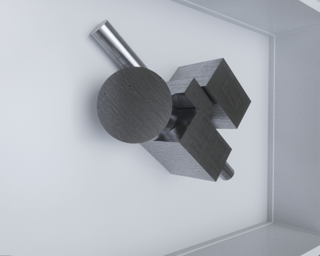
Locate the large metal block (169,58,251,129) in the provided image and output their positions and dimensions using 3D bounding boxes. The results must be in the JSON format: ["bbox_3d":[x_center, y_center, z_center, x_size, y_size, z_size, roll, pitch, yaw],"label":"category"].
[{"bbox_3d":[0.064,-0.044,0.426,0.080,0.080,0.050,48,61,-30],"label":"large metal block"}]

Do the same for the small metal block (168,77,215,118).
[{"bbox_3d":[0.032,-0.034,0.387,0.050,0.050,0.025,48,61,-30],"label":"small metal block"}]

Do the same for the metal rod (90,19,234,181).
[{"bbox_3d":[0.020,-0.020,0.425,0.300,0.025,0.025,47,62,-30],"label":"metal rod"}]

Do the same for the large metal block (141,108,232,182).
[{"bbox_3d":[0.031,0.021,0.398,0.080,0.080,0.050,47,62,-30],"label":"large metal block"}]

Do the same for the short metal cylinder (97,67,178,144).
[{"bbox_3d":[-0.022,-0.024,0.344,0.050,0.080,0.079,3,88,-80],"label":"short metal cylinder"}]
